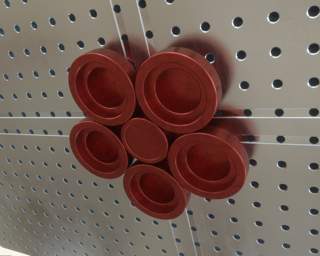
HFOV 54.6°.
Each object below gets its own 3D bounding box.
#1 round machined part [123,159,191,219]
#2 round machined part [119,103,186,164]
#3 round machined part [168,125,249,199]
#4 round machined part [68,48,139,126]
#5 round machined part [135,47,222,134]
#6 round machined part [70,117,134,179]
[{"bbox_3d":[-0.001,0.082,0.451,0.098,0.042,0.097,13,124,21],"label":"round machined part"},{"bbox_3d":[-0.012,0.008,0.412,0.098,0.042,0.097,13,124,21],"label":"round machined part"},{"bbox_3d":[0.063,0.038,0.391,0.098,0.042,0.097,13,124,21],"label":"round machined part"},{"bbox_3d":[-0.065,-0.055,0.401,0.098,0.042,0.097,13,124,21],"label":"round machined part"},{"bbox_3d":[0.024,-0.046,0.359,0.098,0.042,0.097,13,124,21],"label":"round machined part"},{"bbox_3d":[-0.080,0.024,0.457,0.098,0.042,0.097,13,124,21],"label":"round machined part"}]
